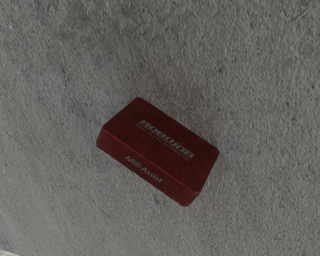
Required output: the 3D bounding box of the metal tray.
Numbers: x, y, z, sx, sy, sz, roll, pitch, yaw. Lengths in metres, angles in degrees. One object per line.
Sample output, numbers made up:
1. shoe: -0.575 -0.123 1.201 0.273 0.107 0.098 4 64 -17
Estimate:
1. metal tray: 0.001 0.024 0.380 0.130 0.090 0.030 34 129 5
